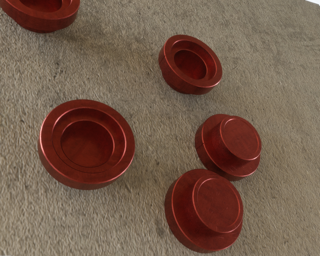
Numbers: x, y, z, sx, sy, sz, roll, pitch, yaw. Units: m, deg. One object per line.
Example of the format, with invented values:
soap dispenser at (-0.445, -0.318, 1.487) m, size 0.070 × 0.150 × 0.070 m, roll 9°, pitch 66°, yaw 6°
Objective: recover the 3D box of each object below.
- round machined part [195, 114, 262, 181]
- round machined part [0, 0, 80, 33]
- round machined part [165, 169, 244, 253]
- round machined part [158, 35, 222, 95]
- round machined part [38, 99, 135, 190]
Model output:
round machined part at (0.102, 0.021, 0.434) m, size 0.099 × 0.042 × 0.098 m, roll 14°, pitch 56°, yaw -21°
round machined part at (-0.159, -0.165, 0.407) m, size 0.099 × 0.042 × 0.098 m, roll 14°, pitch 56°, yaw -21°
round machined part at (0.059, 0.093, 0.367) m, size 0.099 × 0.042 × 0.098 m, roll 14°, pitch 56°, yaw -21°
round machined part at (0.042, -0.090, 0.470) m, size 0.099 × 0.042 × 0.098 m, roll 14°, pitch 56°, yaw -21°
round machined part at (-0.081, 0.021, 0.337) m, size 0.099 × 0.042 × 0.098 m, roll 14°, pitch 56°, yaw -21°
